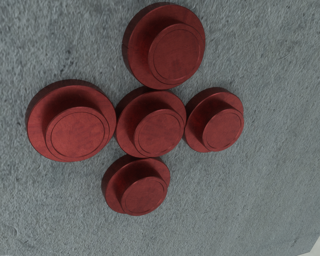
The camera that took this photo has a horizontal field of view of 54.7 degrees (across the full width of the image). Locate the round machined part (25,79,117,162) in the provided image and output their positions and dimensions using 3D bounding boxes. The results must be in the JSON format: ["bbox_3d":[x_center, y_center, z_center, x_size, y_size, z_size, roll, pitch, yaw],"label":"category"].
[{"bbox_3d":[-0.095,-0.001,0.345,0.099,0.042,0.097,-14,125,-21],"label":"round machined part"}]

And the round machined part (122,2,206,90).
[{"bbox_3d":[0.010,-0.088,0.350,0.099,0.042,0.097,-14,125,-21],"label":"round machined part"}]

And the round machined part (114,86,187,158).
[{"bbox_3d":[-0.009,-0.002,0.393,0.099,0.042,0.097,-14,125,-21],"label":"round machined part"}]

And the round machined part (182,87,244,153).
[{"bbox_3d":[0.079,-0.005,0.439,0.099,0.042,0.097,-14,125,-21],"label":"round machined part"}]

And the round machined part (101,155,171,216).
[{"bbox_3d":[-0.029,0.084,0.435,0.099,0.042,0.097,-14,125,-21],"label":"round machined part"}]
